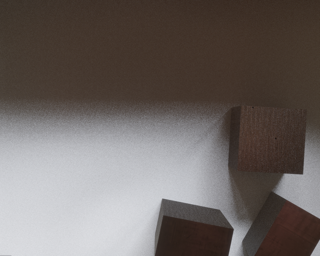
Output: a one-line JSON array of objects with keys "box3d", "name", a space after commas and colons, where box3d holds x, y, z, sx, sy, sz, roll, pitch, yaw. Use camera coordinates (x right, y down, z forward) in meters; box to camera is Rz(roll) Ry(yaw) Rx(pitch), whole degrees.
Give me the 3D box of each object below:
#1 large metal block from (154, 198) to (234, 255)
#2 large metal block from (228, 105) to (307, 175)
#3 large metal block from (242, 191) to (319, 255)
[{"box3d": [0.038, 0.129, 0.385, 0.080, 0.080, 0.050, 11, 90, -1], "name": "large metal block"}, {"box3d": [0.136, 0.015, 0.401, 0.081, 0.050, 0.079, 3, 90, -1], "name": "large metal block"}, {"box3d": [0.149, 0.130, 0.382, 0.050, 0.080, 0.080, 30, 90, 9], "name": "large metal block"}]
